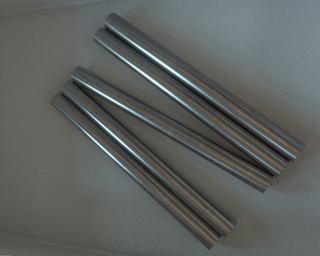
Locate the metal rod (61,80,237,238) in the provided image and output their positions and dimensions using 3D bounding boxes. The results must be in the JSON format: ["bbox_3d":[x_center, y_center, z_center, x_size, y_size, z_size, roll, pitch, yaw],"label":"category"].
[{"bbox_3d":[-0.025,0.032,0.418,0.300,0.025,0.025,40,103,15],"label":"metal rod"}]

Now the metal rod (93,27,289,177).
[{"bbox_3d":[0.028,-0.042,0.399,0.300,0.025,0.025,38,102,16],"label":"metal rod"}]

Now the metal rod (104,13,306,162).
[{"bbox_3d":[0.045,-0.061,0.393,0.300,0.025,0.025,38,102,16],"label":"metal rod"}]

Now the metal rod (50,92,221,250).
[{"bbox_3d":[-0.042,0.049,0.424,0.300,0.025,0.025,40,103,15],"label":"metal rod"}]

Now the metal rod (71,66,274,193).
[{"bbox_3d":[0.003,-0.006,0.408,0.300,0.025,0.025,30,100,17],"label":"metal rod"}]
